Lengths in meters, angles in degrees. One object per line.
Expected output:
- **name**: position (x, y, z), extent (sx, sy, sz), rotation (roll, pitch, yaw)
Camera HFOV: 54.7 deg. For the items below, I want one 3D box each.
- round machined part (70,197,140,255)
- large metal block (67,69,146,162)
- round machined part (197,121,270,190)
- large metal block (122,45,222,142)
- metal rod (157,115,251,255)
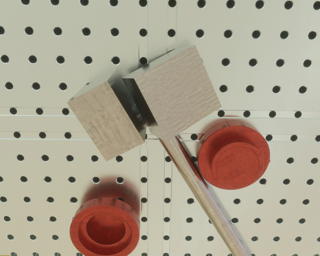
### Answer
- **round machined part**: position (-0.078, 0.143, 0.456), extent (0.099, 0.042, 0.097), rotation (0, 110, 0)
- **large metal block**: position (-0.058, -0.019, 0.376), extent (0.050, 0.080, 0.080), rotation (-27, 108, 9)
- **round machined part**: position (0.101, 0.043, 0.421), extent (0.099, 0.042, 0.097), rotation (0, 110, 0)
- **large metal block**: position (0.014, -0.042, 0.369), extent (0.080, 0.050, 0.080), rotation (-32, 109, -15)
- **metal rod**: position (0.066, 0.101, 0.450), extent (0.025, 0.025, 0.299), rotation (-29, 108, 10)
